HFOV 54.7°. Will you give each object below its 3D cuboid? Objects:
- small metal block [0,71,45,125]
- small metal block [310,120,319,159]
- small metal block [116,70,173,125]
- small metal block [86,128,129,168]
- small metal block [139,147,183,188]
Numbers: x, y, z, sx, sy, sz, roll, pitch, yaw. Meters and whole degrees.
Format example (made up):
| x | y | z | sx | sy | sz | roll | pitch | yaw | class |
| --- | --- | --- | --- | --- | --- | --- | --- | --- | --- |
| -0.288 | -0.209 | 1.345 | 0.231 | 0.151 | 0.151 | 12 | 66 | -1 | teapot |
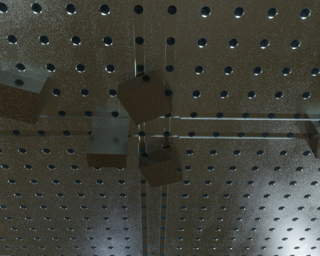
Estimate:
| x | y | z | sx | sy | sz | roll | pitch | yaw | class |
| --- | --- | --- | --- | --- | --- | --- | --- | --- | --- |
| -0.172 | -0.036 | 0.378 | 0.050 | 0.025 | 0.050 | 14 | 129 | -13 | small metal block |
| 0.239 | 0.013 | 0.427 | 0.050 | 0.025 | 0.050 | -11 | 130 | 9 | small metal block |
| -0.018 | -0.037 | 0.380 | 0.050 | 0.025 | 0.050 | -20 | 128 | 15 | small metal block |
| -0.069 | 0.026 | 0.416 | 0.050 | 0.050 | 0.025 | 2 | 130 | -3 | small metal block |
| 0.002 | 0.060 | 0.463 | 0.050 | 0.025 | 0.050 | -16 | 129 | 13 | small metal block |
